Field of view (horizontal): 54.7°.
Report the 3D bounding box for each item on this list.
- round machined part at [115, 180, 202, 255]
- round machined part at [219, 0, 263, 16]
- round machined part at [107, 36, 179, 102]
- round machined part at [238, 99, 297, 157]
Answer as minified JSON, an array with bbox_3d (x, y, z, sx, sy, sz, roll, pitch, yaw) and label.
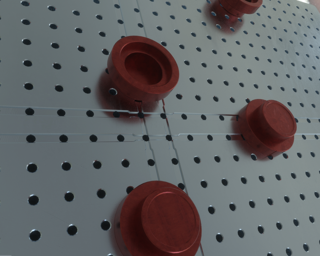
[{"bbox_3d":[0.004,0.104,0.338,0.099,0.042,0.098,14,56,-21],"label":"round machined part"},{"bbox_3d":[0.166,-0.278,0.659,0.099,0.042,0.098,14,56,-21],"label":"round machined part"},{"bbox_3d":[-0.026,-0.077,0.432,0.099,0.042,0.098,14,56,-21],"label":"round machined part"},{"bbox_3d":[0.180,-0.007,0.501,0.099,0.042,0.098,14,56,-21],"label":"round machined part"}]
